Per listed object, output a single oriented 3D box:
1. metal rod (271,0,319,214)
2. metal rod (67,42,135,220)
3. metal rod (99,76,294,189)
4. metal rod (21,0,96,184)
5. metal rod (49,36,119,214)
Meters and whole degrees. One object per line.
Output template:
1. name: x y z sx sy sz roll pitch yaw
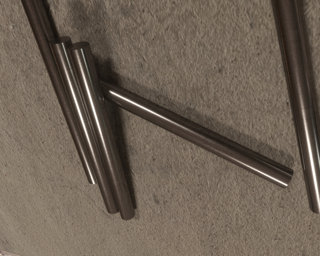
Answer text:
1. metal rod: 0.141 -0.037 0.308 0.025 0.025 0.298 -7 115 31
2. metal rod: -0.073 0.026 0.438 0.025 0.025 0.298 9 129 23
3. metal rod: 0.018 -0.006 0.392 0.301 0.025 0.025 27 128 11
4. metal rod: -0.136 -0.046 0.447 0.025 0.025 0.298 2 119 27
5. metal rod: -0.098 0.018 0.446 0.025 0.025 0.298 9 129 23
